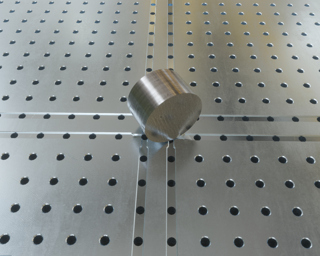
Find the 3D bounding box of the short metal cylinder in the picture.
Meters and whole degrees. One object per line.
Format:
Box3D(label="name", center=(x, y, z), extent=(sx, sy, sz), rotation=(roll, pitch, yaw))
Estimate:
Box3D(label="short metal cylinder", center=(0.006, -0.028, 0.394), extent=(0.081, 0.080, 0.050), rotation=(-22, 53, -18))
